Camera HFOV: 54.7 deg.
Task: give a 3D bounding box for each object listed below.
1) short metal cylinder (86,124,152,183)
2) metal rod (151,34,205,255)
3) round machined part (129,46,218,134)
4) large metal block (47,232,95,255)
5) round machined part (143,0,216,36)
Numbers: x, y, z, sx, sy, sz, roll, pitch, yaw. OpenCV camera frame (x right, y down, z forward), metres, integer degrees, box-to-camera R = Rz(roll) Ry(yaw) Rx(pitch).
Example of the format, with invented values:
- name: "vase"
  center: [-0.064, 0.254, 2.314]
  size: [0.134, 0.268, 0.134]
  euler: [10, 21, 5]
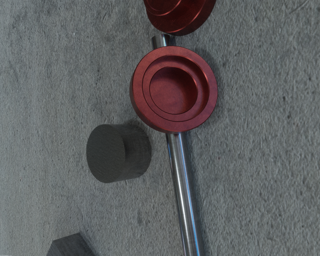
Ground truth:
- name: "short metal cylinder"
  center: [-0.059, 0.034, 0.437]
  size: [0.080, 0.050, 0.080]
  euler: [0, 90, 40]
- name: "metal rod"
  center: [0.023, 0.029, 0.386]
  size: [0.025, 0.025, 0.298]
  euler: [-14, 81, 39]
- name: "round machined part"
  center: [0.013, -0.041, 0.359]
  size: [0.042, 0.099, 0.097]
  euler: [148, 114, -73]
- name: "large metal block"
  center: [-0.147, 0.236, 0.510]
  size: [0.080, 0.050, 0.079]
  euler: [39, 114, 33]
- name: "round machined part"
  center: [0.017, -0.167, 0.380]
  size: [0.098, 0.042, 0.097]
  euler: [0, 90, 40]
